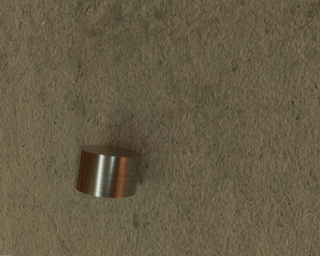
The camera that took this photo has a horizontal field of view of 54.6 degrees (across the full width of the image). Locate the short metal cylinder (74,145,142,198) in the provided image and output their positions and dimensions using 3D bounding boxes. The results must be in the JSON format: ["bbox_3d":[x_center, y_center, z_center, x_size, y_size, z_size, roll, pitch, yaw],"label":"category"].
[{"bbox_3d":[-0.067,0.054,0.404,0.080,0.080,0.050,10,94,20],"label":"short metal cylinder"}]
